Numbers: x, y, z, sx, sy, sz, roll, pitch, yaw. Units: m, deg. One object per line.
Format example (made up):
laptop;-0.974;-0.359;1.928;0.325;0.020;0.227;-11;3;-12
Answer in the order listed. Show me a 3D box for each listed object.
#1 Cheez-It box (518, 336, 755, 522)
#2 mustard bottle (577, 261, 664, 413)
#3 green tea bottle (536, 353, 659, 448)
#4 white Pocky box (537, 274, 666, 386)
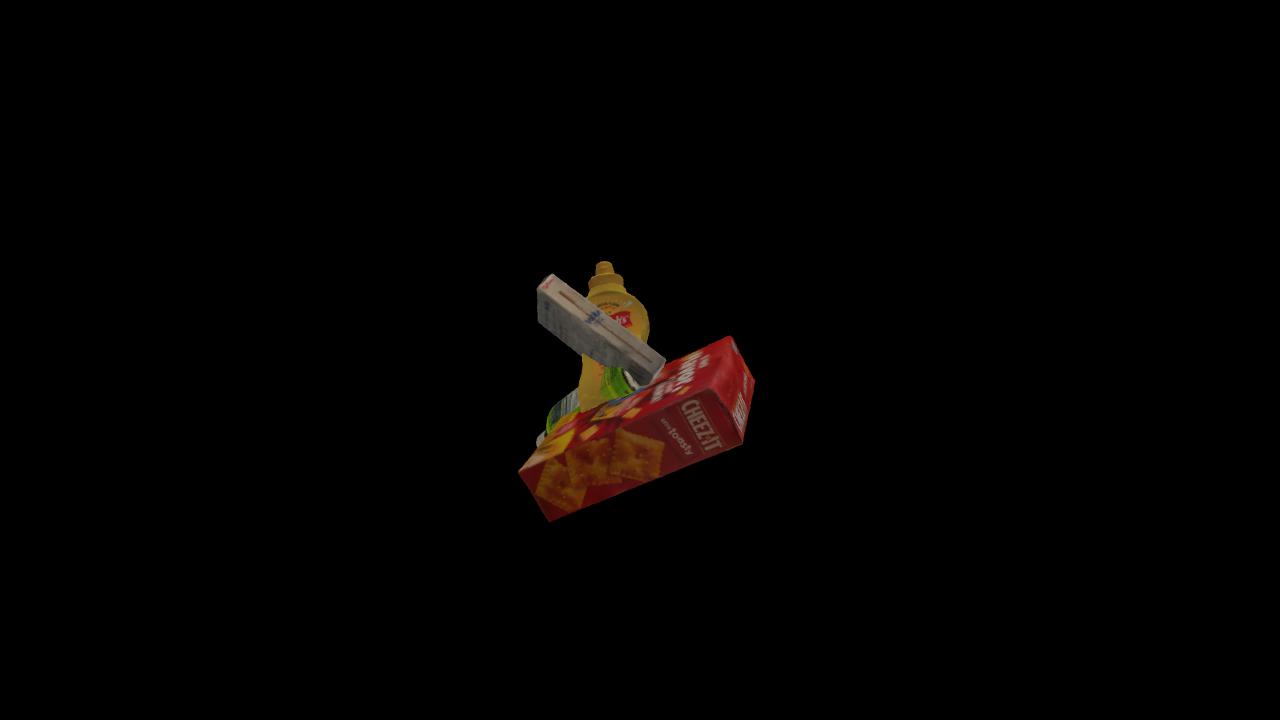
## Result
Cheez-It box;0.004;0.066;0.644;0.223;0.071;0.166;-26;11;20
mustard bottle;-0.032;-0.029;0.709;0.092;0.184;0.054;-10;-17;10
green tea bottle;-0.057;0.061;0.731;0.073;0.073;0.212;0;-25;-44
white Pocky box;-0.046;-0.022;0.665;0.154;0.028;0.084;38;-23;7
